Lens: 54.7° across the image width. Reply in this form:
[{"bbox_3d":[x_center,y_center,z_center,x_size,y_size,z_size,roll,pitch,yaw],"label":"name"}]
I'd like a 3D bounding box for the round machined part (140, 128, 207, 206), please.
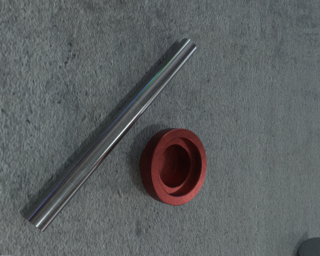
[{"bbox_3d":[0.013,0.049,0.407,0.099,0.042,0.097,0,90,-40],"label":"round machined part"}]

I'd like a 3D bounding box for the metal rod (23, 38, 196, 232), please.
[{"bbox_3d":[-0.042,-0.011,0.371,0.301,0.025,0.025,-52,121,-27],"label":"metal rod"}]

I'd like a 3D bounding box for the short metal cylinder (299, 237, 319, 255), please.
[{"bbox_3d":[0.346,0.283,0.664,0.081,0.080,0.050,-34,111,-35],"label":"short metal cylinder"}]
